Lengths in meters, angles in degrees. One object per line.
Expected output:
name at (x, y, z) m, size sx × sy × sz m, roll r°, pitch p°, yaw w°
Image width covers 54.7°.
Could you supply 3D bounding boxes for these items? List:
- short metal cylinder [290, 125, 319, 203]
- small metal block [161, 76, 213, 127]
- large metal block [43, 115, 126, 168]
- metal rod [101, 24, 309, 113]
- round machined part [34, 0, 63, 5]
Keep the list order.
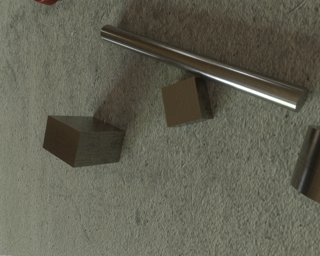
short metal cylinder at (0.152, 0.033, 0.243) m, size 0.080 × 0.081 × 0.050 m, roll 22°, pitch 104°, yaw 37°
small metal block at (0.032, -0.030, 0.377) m, size 0.050 × 0.025 × 0.050 m, roll -15°, pitch 81°, yaw 38°
large metal block at (-0.112, 0.017, 0.459) m, size 0.080 × 0.081 × 0.050 m, roll 22°, pitch 104°, yaw 37°
metal rod at (0.027, -0.085, 0.380) m, size 0.300 × 0.025 × 0.025 m, roll 29°, pitch 108°, yaw 36°
round machined part at (-0.188, -0.266, 0.546) m, size 0.098 × 0.042 × 0.097 m, roll 0°, pitch 90°, yaw 39°
